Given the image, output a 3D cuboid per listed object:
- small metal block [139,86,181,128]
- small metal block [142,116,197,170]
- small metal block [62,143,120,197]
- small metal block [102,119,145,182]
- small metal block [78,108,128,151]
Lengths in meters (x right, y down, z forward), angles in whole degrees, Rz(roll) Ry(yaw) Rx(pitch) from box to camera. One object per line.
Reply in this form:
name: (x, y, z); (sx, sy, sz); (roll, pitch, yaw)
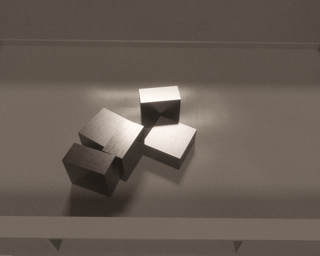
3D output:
small metal block: (-0.001, -0.027, 0.412); (0.050, 0.050, 0.025); (-6, 51, -5)
small metal block: (0.012, 0.018, 0.390); (0.050, 0.025, 0.050); (21, 53, 16)
small metal block: (-0.076, 0.048, 0.348); (0.050, 0.050, 0.025); (16, 52, 13)
small metal block: (-0.041, 0.027, 0.366); (0.025, 0.050, 0.050); (20, 53, 16)
small metal block: (-0.067, 0.007, 0.398); (0.050, 0.025, 0.050); (26, 55, 20)
